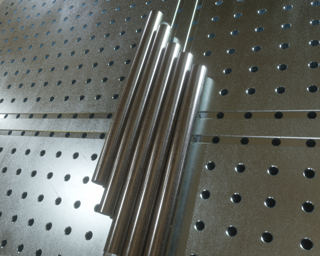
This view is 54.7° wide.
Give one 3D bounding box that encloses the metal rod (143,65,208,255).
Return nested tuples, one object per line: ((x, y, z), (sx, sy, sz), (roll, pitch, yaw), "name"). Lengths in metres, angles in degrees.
((0.018, 0.052, 0.365), (0.025, 0.025, 0.300), (1, 62, 28), "metal rod")

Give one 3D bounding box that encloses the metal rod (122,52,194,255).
((0.001, 0.029, 0.387), (0.025, 0.025, 0.300), (1, 62, 28), "metal rod")

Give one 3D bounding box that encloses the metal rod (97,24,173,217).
((-0.028, -0.027, 0.436), (0.025, 0.025, 0.300), (1, 62, 28), "metal rod")

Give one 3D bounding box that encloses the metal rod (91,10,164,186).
((-0.042, -0.059, 0.464), (0.025, 0.025, 0.300), (1, 62, 28), "metal rod")

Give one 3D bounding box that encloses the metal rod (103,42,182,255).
((-0.015, 0.010, 0.408), (0.025, 0.025, 0.300), (1, 62, 28), "metal rod")
